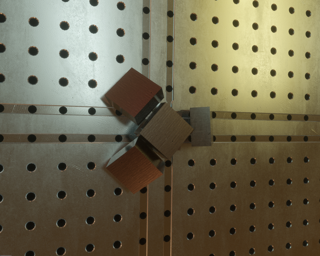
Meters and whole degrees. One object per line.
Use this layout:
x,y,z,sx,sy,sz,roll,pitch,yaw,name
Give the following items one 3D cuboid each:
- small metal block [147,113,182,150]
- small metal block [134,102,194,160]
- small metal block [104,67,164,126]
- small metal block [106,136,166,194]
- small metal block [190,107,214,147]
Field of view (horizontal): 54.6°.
0.000,0.004,0.412,0.050,0.025,0.050,2,92,-20,small metal block
0.005,0.004,0.387,0.050,0.025,0.050,43,76,-16,small metal block
-0.031,-0.040,0.388,0.050,0.025,0.050,36,75,20,small metal block
-0.030,0.047,0.388,0.050,0.025,0.050,-38,105,22,small metal block
0.057,-0.002,0.417,0.025,0.050,0.050,-2,91,13,small metal block
